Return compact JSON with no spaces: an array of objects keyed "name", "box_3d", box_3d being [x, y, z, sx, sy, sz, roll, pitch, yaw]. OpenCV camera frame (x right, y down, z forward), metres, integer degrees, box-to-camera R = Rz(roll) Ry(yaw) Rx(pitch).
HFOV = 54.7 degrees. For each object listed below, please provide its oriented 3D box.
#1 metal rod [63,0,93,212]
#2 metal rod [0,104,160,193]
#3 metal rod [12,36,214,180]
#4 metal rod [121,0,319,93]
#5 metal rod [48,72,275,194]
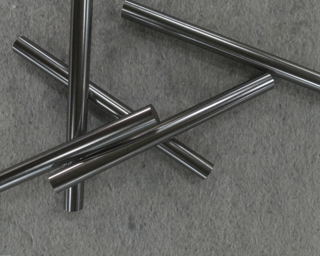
[{"name":"metal rod","box_3d":[-0.101,-0.041,0.384,0.025,0.025,0.298,5,100,-1]},{"name":"metal rod","box_3d":[-0.141,0.042,0.377,0.301,0.025,0.025,-23,90,12]},{"name":"metal rod","box_3d":[-0.060,-0.026,0.409,0.301,0.025,0.025,34,90,-1]},{"name":"metal rod","box_3d":[0.094,-0.105,0.411,0.301,0.025,0.025,21,90,-1]},{"name":"metal rod","box_3d":[0.010,0.001,0.386,0.302,0.025,0.025,-26,90,-10]}]
